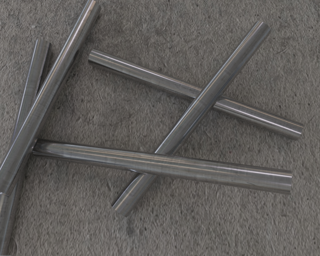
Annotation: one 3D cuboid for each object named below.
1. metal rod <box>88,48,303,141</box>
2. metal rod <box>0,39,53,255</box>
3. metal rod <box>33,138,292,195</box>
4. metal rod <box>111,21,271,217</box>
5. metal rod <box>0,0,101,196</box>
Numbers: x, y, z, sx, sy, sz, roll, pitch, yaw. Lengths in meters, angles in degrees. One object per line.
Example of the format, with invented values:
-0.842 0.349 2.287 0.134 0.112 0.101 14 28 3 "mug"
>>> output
0.043 -0.048 0.425 0.301 0.025 0.025 21 72 7 "metal rod"
-0.179 0.019 0.399 0.025 0.025 0.299 4 70 1 "metal rod"
-0.012 0.040 0.356 0.301 0.025 0.025 6 70 16 "metal rod"
0.044 -0.017 0.392 0.025 0.025 0.300 37 82 12 "metal rod"
-0.142 -0.057 0.413 0.025 0.025 0.300 15 65 5 "metal rod"
